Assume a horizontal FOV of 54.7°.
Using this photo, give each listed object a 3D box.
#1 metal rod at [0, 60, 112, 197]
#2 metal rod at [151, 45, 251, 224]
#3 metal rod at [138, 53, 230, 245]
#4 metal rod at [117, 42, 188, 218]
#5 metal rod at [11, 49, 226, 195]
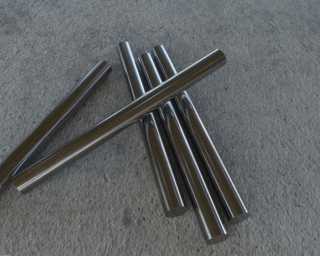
[{"bbox_3d":[-0.150,0.009,0.394,0.025,0.025,0.301,20,53,16],"label":"metal rod"},{"bbox_3d":[0.041,-0.015,0.416,0.025,0.025,0.300,-13,51,-11],"label":"metal rod"},{"bbox_3d":[0.017,0.001,0.402,0.025,0.025,0.300,-12,51,-10],"label":"metal rod"},{"bbox_3d":[-0.021,-0.022,0.421,0.025,0.025,0.300,-12,51,-10],"label":"metal rod"},{"bbox_3d":[-0.038,-0.016,0.386,0.301,0.025,0.025,-34,58,-15],"label":"metal rod"}]
